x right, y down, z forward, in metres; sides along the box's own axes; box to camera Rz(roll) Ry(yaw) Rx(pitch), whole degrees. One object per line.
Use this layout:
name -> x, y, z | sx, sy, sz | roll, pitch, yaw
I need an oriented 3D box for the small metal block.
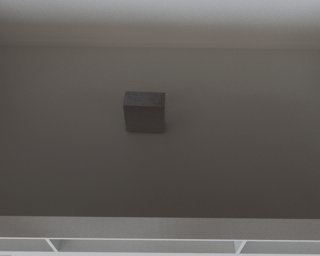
small metal block -> -0.019, -0.020, 0.401 | 0.050, 0.050, 0.025 | 2, 50, 2
